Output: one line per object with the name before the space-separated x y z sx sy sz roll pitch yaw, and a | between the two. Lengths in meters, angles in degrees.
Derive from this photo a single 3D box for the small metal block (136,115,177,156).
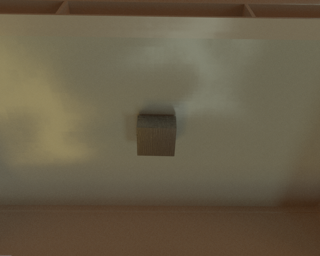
small metal block | -0.005 0.011 0.413 0.050 0.025 0.050 1 130 -1
